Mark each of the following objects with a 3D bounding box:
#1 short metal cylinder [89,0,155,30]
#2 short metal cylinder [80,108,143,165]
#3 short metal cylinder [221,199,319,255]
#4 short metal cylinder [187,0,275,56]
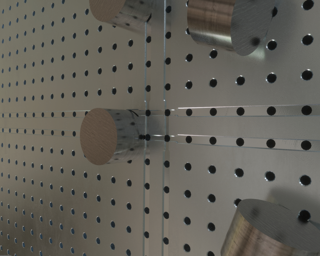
[{"bbox_3d":[-0.054,-0.184,0.435,0.080,0.050,0.079,0,90,39],"label":"short metal cylinder"},{"bbox_3d":[-0.071,0.012,0.449,0.080,0.050,0.079,0,90,39],"label":"short metal cylinder"},{"bbox_3d":[0.103,0.109,0.288,0.080,0.081,0.050,27,107,36],"label":"short metal cylinder"},{"bbox_3d":[0.073,-0.118,0.312,0.050,0.081,0.079,27,107,36],"label":"short metal cylinder"}]
